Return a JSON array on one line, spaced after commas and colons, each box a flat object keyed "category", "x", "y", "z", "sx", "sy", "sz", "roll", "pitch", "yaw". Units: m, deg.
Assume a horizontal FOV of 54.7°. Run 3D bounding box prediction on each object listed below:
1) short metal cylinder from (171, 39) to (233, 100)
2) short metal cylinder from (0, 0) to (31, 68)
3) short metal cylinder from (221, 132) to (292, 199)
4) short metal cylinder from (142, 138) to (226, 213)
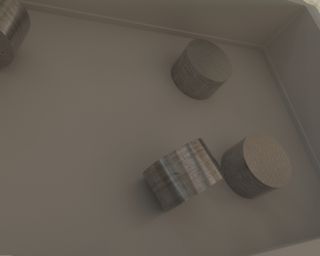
[{"category": "short metal cylinder", "x": 0.065, "y": -0.091, "z": 0.482, "sx": 0.081, "sy": 0.050, "sz": 0.080, "roll": 14, "pitch": 56, "yaw": -21}, {"category": "short metal cylinder", "x": -0.191, "y": -0.111, "z": 0.336, "sx": 0.080, "sy": 0.080, "sz": 0.050, "roll": 20, "pitch": 54, "yaw": -17}, {"category": "short metal cylinder", "x": 0.133, "y": 0.053, "z": 0.431, "sx": 0.081, "sy": 0.050, "sz": 0.080, "roll": 14, "pitch": 56, "yaw": -21}, {"category": "short metal cylinder", "x": 0.027, "y": 0.054, "z": 0.354, "sx": 0.081, "sy": 0.080, "sz": 0.050, "roll": -22, "pitch": 74, "yaw": -36}]
